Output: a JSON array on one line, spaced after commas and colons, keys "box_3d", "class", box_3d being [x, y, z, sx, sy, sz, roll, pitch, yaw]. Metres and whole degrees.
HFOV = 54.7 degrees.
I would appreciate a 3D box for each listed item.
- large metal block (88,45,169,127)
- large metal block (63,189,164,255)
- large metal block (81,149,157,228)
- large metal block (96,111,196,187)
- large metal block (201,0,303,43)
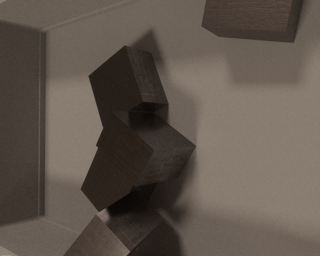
[{"box_3d": [-0.045, -0.053, 0.425, 0.080, 0.050, 0.080, -29, 72, 36], "class": "large metal block"}, {"box_3d": [-0.053, 0.127, 0.357, 0.050, 0.080, 0.080, 43, 112, 13], "class": "large metal block"}, {"box_3d": [-0.057, 0.077, 0.435, 0.080, 0.050, 0.079, 39, 114, 32], "class": "large metal block"}, {"box_3d": [-0.017, 0.022, 0.383, 0.080, 0.081, 0.050, 40, 114, 32], "class": "large metal block"}, {"box_3d": [0.095, -0.132, 0.304, 0.080, 0.050, 0.079, 14, 100, 29], "class": "large metal block"}]
